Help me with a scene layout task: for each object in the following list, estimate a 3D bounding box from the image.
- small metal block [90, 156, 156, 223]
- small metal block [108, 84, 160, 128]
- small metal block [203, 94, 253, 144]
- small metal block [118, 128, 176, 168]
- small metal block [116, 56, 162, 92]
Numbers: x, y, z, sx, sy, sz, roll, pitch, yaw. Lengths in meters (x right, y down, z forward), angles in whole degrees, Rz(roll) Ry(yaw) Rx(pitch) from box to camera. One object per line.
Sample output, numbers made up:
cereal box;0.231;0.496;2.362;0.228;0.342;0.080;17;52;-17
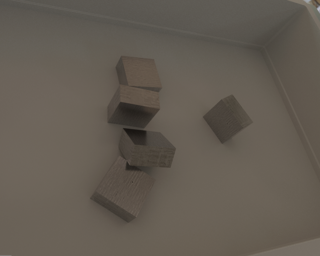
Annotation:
small metal block;-0.040;0.068;0.344;0.050;0.025;0.050;35;51;-6
small metal block;-0.034;-0.026;0.388;0.050;0.050;0.025;9;58;-24
small metal block;0.098;-0.012;0.452;0.025;0.050;0.050;-25;76;-37
small metal block;-0.016;0.023;0.367;0.050;0.025;0.050;7;18;-25
small metal block;-0.030;-0.071;0.434;0.050;0.025;0.050;-1;62;-29
